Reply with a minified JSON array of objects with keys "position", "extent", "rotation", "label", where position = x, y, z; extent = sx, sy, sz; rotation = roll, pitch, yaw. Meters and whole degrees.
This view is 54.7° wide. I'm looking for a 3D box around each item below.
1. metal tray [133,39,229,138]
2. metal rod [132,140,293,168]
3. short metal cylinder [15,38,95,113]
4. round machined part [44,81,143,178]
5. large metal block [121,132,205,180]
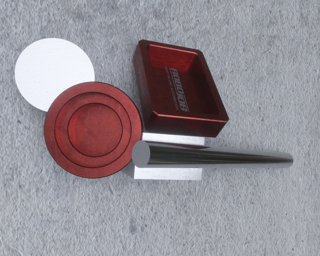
[{"position":[0.021,-0.050,0.376],"extent":[0.091,0.030,0.130],"rotation":[5,49,-20],"label":"metal tray"},{"position":[0.090,0.037,0.382],"extent":[0.302,0.025,0.025],"rotation":[7,88,-44],"label":"metal rod"},{"position":[-0.119,-0.056,0.353],"extent":[0.081,0.050,0.079],"rotation":[0,90,-21],"label":"short metal cylinder"},{"position":[-0.067,0.002,0.330],"extent":[0.099,0.042,0.097],"rotation":[0,89,0],"label":"round machined part"},{"position":[-0.002,0.032,0.381],"extent":[0.081,0.080,0.050],"rotation":[5,89,-20],"label":"large metal block"}]
